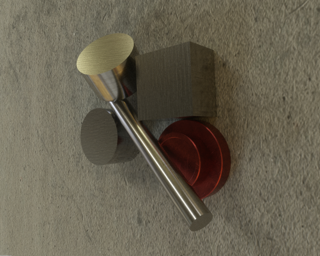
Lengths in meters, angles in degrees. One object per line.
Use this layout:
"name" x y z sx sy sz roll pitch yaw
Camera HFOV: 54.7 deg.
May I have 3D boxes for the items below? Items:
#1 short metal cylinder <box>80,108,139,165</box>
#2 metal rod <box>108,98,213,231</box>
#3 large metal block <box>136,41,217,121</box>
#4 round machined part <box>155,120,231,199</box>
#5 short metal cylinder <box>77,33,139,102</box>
"short metal cylinder" -0.070 0.012 0.449 0.080 0.050 0.080 0 90 40
"metal rod" -0.030 0.000 0.387 0.025 0.025 0.300 -60 43 23
"large metal block" 0.019 -0.051 0.372 0.080 0.050 0.080 -4 88 40
"round machined part" 0.030 0.038 0.369 0.098 0.042 0.097 0 90 40
"short metal cylinder" -0.063 -0.082 0.418 0.080 0.050 0.080 -11 50 14
